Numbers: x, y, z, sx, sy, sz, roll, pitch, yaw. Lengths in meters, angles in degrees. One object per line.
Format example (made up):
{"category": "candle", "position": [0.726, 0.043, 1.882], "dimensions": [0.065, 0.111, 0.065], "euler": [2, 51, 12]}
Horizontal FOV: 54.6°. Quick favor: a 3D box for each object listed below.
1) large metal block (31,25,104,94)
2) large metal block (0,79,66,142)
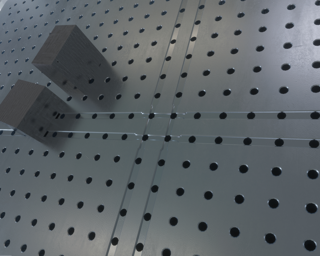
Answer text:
{"category": "large metal block", "position": [-0.153, -0.115, 0.526], "dimensions": [0.050, 0.080, 0.080], "euler": [11, 67, 33]}
{"category": "large metal block", "position": [-0.225, -0.031, 0.531], "dimensions": [0.080, 0.050, 0.080], "euler": [16, 70, 34]}
